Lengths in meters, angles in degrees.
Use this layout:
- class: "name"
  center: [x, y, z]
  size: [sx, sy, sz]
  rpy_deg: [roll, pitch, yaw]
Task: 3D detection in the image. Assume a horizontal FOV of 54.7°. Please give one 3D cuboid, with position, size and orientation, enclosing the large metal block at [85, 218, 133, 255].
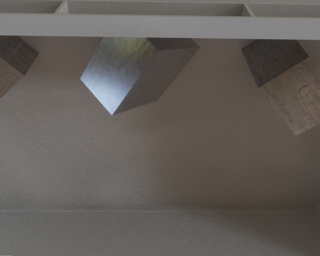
- class: "large metal block"
  center: [-0.092, 0.226, 0.567]
  size: [0.050, 0.080, 0.080]
  rpy_deg: [-15, 129, 12]

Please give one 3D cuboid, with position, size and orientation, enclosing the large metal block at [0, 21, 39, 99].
- class: "large metal block"
  center: [-0.194, -0.073, 0.329]
  size: [0.080, 0.050, 0.080]
  rpy_deg: [-33, 123, 24]

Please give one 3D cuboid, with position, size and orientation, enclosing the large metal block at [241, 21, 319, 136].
- class: "large metal block"
  center: [0.137, -0.053, 0.329]
  size: [0.050, 0.080, 0.080]
  rpy_deg: [-34, 123, 25]

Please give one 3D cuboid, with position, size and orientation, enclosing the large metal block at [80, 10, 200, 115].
- class: "large metal block"
  center: [-0.019, -0.065, 0.308]
  size: [0.050, 0.080, 0.080]
  rpy_deg: [48, 124, 11]
